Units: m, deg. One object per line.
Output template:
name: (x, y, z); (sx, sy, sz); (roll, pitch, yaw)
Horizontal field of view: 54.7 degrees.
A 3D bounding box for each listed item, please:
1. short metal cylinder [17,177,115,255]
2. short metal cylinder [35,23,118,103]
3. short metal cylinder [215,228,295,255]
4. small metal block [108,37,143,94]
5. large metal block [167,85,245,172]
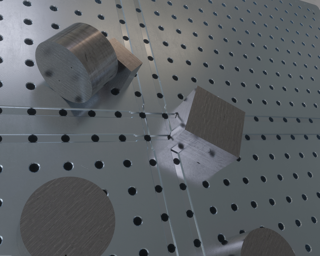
short metal cylinder: (-0.088, 0.092, 0.289); (0.081, 0.050, 0.080); (14, 56, -21)
short metal cylinder: (-0.098, -0.076, 0.367); (0.080, 0.080, 0.050); (39, 51, -2)
short metal cylinder: (0.110, 0.160, 0.354); (0.081, 0.050, 0.080); (14, 56, -21)
small metal block: (-0.058, -0.082, 0.411); (0.050, 0.050, 0.025); (42, 51, 0)
large metal block: (0.065, 0.001, 0.427); (0.080, 0.050, 0.080); (28, 52, -11)
